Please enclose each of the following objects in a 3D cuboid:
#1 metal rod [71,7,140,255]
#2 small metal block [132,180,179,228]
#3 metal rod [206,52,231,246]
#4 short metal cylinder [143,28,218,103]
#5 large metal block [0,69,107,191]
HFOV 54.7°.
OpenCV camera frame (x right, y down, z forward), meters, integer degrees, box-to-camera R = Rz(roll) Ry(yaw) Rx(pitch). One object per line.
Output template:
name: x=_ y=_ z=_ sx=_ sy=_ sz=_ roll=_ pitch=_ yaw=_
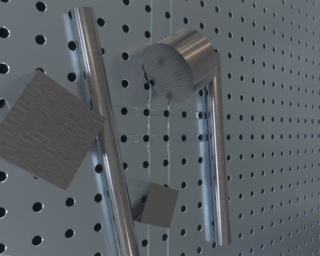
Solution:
metal rod: x=-0.060 y=0.017 z=0.358 sx=0.025 sy=0.025 sz=0.298 roll=-16 pitch=100 yaw=-39
small metal block: x=-0.007 y=0.099 z=0.404 sx=0.050 sy=0.025 sz=0.050 roll=26 pitch=74 yaw=-37
metal rod: x=0.091 y=0.034 z=0.485 sx=0.025 sy=0.025 sz=0.298 roll=-7 pitch=95 yaw=-40
short metal cylinder: x=0.026 y=-0.079 z=0.395 sx=0.050 sy=0.080 sz=0.080 roll=-39 pitch=114 yaw=-33
large metal block: x=-0.113 y=0.003 z=0.299 sx=0.080 sy=0.050 sz=0.080 roll=40 pitch=66 yaw=-33
